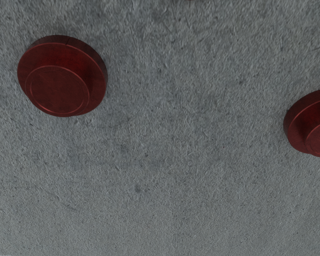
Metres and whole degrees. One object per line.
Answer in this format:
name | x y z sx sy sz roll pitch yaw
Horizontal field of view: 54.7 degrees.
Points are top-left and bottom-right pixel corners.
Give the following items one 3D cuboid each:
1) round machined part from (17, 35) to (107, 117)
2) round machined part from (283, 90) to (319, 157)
round machined part | -0.111 -0.051 0.351 0.099 0.042 0.097 0 130 0
round machined part | 0.215 0.000 0.398 0.099 0.042 0.097 0 130 0
